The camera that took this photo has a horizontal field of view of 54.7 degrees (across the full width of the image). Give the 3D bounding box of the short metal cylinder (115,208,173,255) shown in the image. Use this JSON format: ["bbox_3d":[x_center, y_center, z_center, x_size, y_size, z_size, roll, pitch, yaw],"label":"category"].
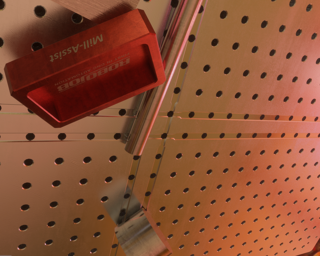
[{"bbox_3d":[-0.024,0.168,0.466,0.050,0.080,0.080,-35,129,-5],"label":"short metal cylinder"}]

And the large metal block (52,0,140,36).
[{"bbox_3d":[-0.058,-0.142,0.276,0.081,0.050,0.080,18,109,-35],"label":"large metal block"}]

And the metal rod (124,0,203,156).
[{"bbox_3d":[0.017,-0.100,0.358,0.025,0.025,0.298,9,114,-32],"label":"metal rod"}]

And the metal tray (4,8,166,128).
[{"bbox_3d":[-0.064,-0.051,0.299,0.131,0.030,0.090,-24,159,-1],"label":"metal tray"}]
